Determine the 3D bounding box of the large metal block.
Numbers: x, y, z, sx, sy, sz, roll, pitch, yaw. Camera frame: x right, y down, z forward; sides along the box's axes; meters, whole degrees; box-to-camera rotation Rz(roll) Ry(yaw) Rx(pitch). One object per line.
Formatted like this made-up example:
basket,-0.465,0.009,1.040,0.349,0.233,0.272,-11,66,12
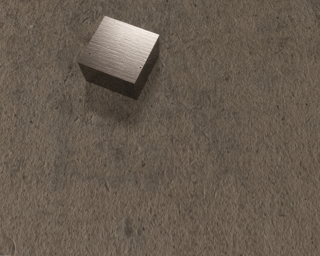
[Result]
large metal block,-0.054,-0.096,0.429,0.080,0.050,0.080,22,71,7
